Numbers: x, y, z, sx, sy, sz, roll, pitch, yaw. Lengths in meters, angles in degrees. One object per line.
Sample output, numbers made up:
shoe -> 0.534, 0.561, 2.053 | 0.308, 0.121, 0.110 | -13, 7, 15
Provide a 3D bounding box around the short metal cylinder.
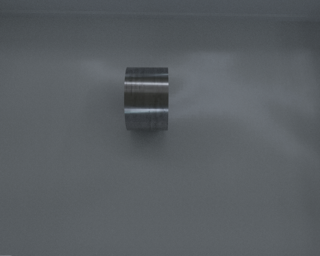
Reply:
short metal cylinder -> -0.016, -0.036, 0.391 | 0.050, 0.080, 0.080 | 0, 70, 0
